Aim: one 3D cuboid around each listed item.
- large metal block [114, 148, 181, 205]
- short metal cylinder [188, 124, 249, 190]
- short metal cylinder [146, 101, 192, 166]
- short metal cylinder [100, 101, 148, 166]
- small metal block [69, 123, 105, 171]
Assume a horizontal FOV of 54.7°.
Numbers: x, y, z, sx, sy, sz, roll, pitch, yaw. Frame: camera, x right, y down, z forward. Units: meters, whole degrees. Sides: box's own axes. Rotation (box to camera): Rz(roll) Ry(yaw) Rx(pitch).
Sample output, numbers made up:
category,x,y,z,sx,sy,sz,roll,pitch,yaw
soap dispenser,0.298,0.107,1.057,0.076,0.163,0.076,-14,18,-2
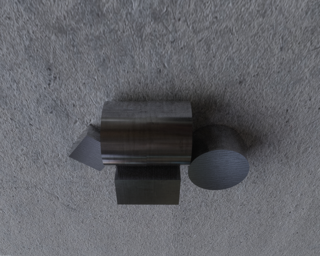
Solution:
category,x,y,z,sx,sy,sz,roll,pitch,yaw
large metal block,-0.015,0.056,0.421,0.081,0.080,0.050,1,130,-1
short metal cylinder,0.077,0.041,0.427,0.081,0.050,0.079,0,130,0
short metal cylinder,0.010,0.006,0.379,0.050,0.080,0.079,1,130,-1
short metal cylinder,-0.040,0.007,0.379,0.050,0.080,0.079,1,130,-1
small metal block,-0.090,0.028,0.432,0.050,0.025,0.050,30,124,-24
